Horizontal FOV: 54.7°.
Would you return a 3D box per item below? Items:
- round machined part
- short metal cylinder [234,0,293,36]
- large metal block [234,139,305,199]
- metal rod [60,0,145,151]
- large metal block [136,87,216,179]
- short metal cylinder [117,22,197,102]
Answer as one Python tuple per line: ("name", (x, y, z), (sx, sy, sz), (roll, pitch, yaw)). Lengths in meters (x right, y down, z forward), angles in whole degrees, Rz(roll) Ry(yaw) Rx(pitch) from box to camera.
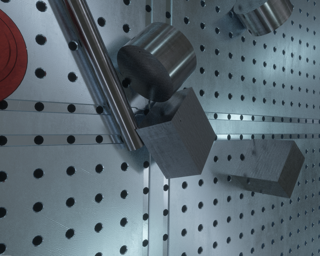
("round machined part", (-0.162, -0.065, 0.262), (0.099, 0.042, 0.097), (0, 90, -40))
("short metal cylinder", (0.171, -0.200, 0.516), (0.050, 0.080, 0.080), (42, 64, -32))
("large metal block", (0.188, 0.066, 0.531), (0.050, 0.080, 0.080), (47, 62, -30))
("metal rod", (-0.082, -0.110, 0.339), (0.025, 0.025, 0.299), (-34, 111, -35))
("large metal block", (0.025, 0.006, 0.398), (0.080, 0.050, 0.080), (60, 36, -23))
("short metal cylinder", (-0.004, -0.077, 0.370), (0.050, 0.080, 0.080), (-49, 119, -28))
